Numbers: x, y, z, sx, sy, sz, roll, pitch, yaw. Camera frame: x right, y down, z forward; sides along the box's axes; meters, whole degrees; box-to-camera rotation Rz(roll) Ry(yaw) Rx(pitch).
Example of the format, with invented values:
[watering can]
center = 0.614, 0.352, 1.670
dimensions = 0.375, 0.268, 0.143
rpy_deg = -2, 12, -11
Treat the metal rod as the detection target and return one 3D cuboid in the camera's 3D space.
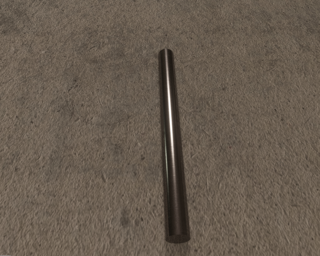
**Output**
[metal rod]
center = 0.014, -0.004, 0.406
dimensions = 0.025, 0.025, 0.300
rpy_deg = -1, 50, -1
